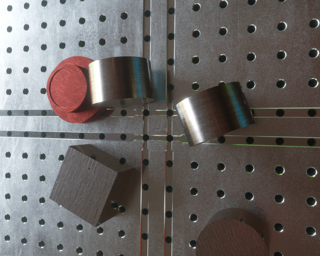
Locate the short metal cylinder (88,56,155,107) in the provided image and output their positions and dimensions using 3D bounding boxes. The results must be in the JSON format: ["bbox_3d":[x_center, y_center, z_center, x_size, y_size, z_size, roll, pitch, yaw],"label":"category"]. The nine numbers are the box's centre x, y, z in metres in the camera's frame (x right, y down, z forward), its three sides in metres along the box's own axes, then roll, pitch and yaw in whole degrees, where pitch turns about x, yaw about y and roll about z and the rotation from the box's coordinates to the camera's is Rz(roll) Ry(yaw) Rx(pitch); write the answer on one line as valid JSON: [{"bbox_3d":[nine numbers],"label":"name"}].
[{"bbox_3d":[-0.050,-0.057,0.401,0.080,0.080,0.050,-7,88,20],"label":"short metal cylinder"}]

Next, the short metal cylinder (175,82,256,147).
[{"bbox_3d":[0.064,-0.015,0.361,0.080,0.080,0.050,-22,83,18],"label":"short metal cylinder"}]

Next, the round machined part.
[{"bbox_3d":[-0.122,-0.056,0.447,0.098,0.042,0.097,0,90,20],"label":"round machined part"}]

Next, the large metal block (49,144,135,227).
[{"bbox_3d":[-0.094,0.076,0.433,0.080,0.050,0.080,25,98,18],"label":"large metal block"}]

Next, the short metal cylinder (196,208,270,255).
[{"bbox_3d":[0.088,0.141,0.368,0.080,0.050,0.079,0,90,20],"label":"short metal cylinder"}]
